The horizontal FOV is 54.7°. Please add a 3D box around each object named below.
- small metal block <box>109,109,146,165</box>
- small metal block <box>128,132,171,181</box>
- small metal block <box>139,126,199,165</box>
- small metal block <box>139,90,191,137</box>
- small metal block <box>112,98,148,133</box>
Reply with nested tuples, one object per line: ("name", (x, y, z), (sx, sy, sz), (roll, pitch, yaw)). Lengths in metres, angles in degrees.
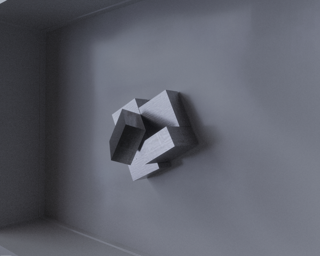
("small metal block", (-0.042, 0.010, 0.389), (0.050, 0.025, 0.050), (-115, 46, -63))
("small metal block", (-0.019, 0.038, 0.418), (0.050, 0.025, 0.050), (-31, 71, 35))
("small metal block", (0.010, 0.021, 0.378), (0.050, 0.050, 0.025), (-34, 69, 34))
("small metal block", (0.005, -0.014, 0.399), (0.050, 0.025, 0.050), (-31, 71, 35))
("small metal block", (-0.035, -0.007, 0.432), (0.050, 0.025, 0.050), (-31, 71, 35))
